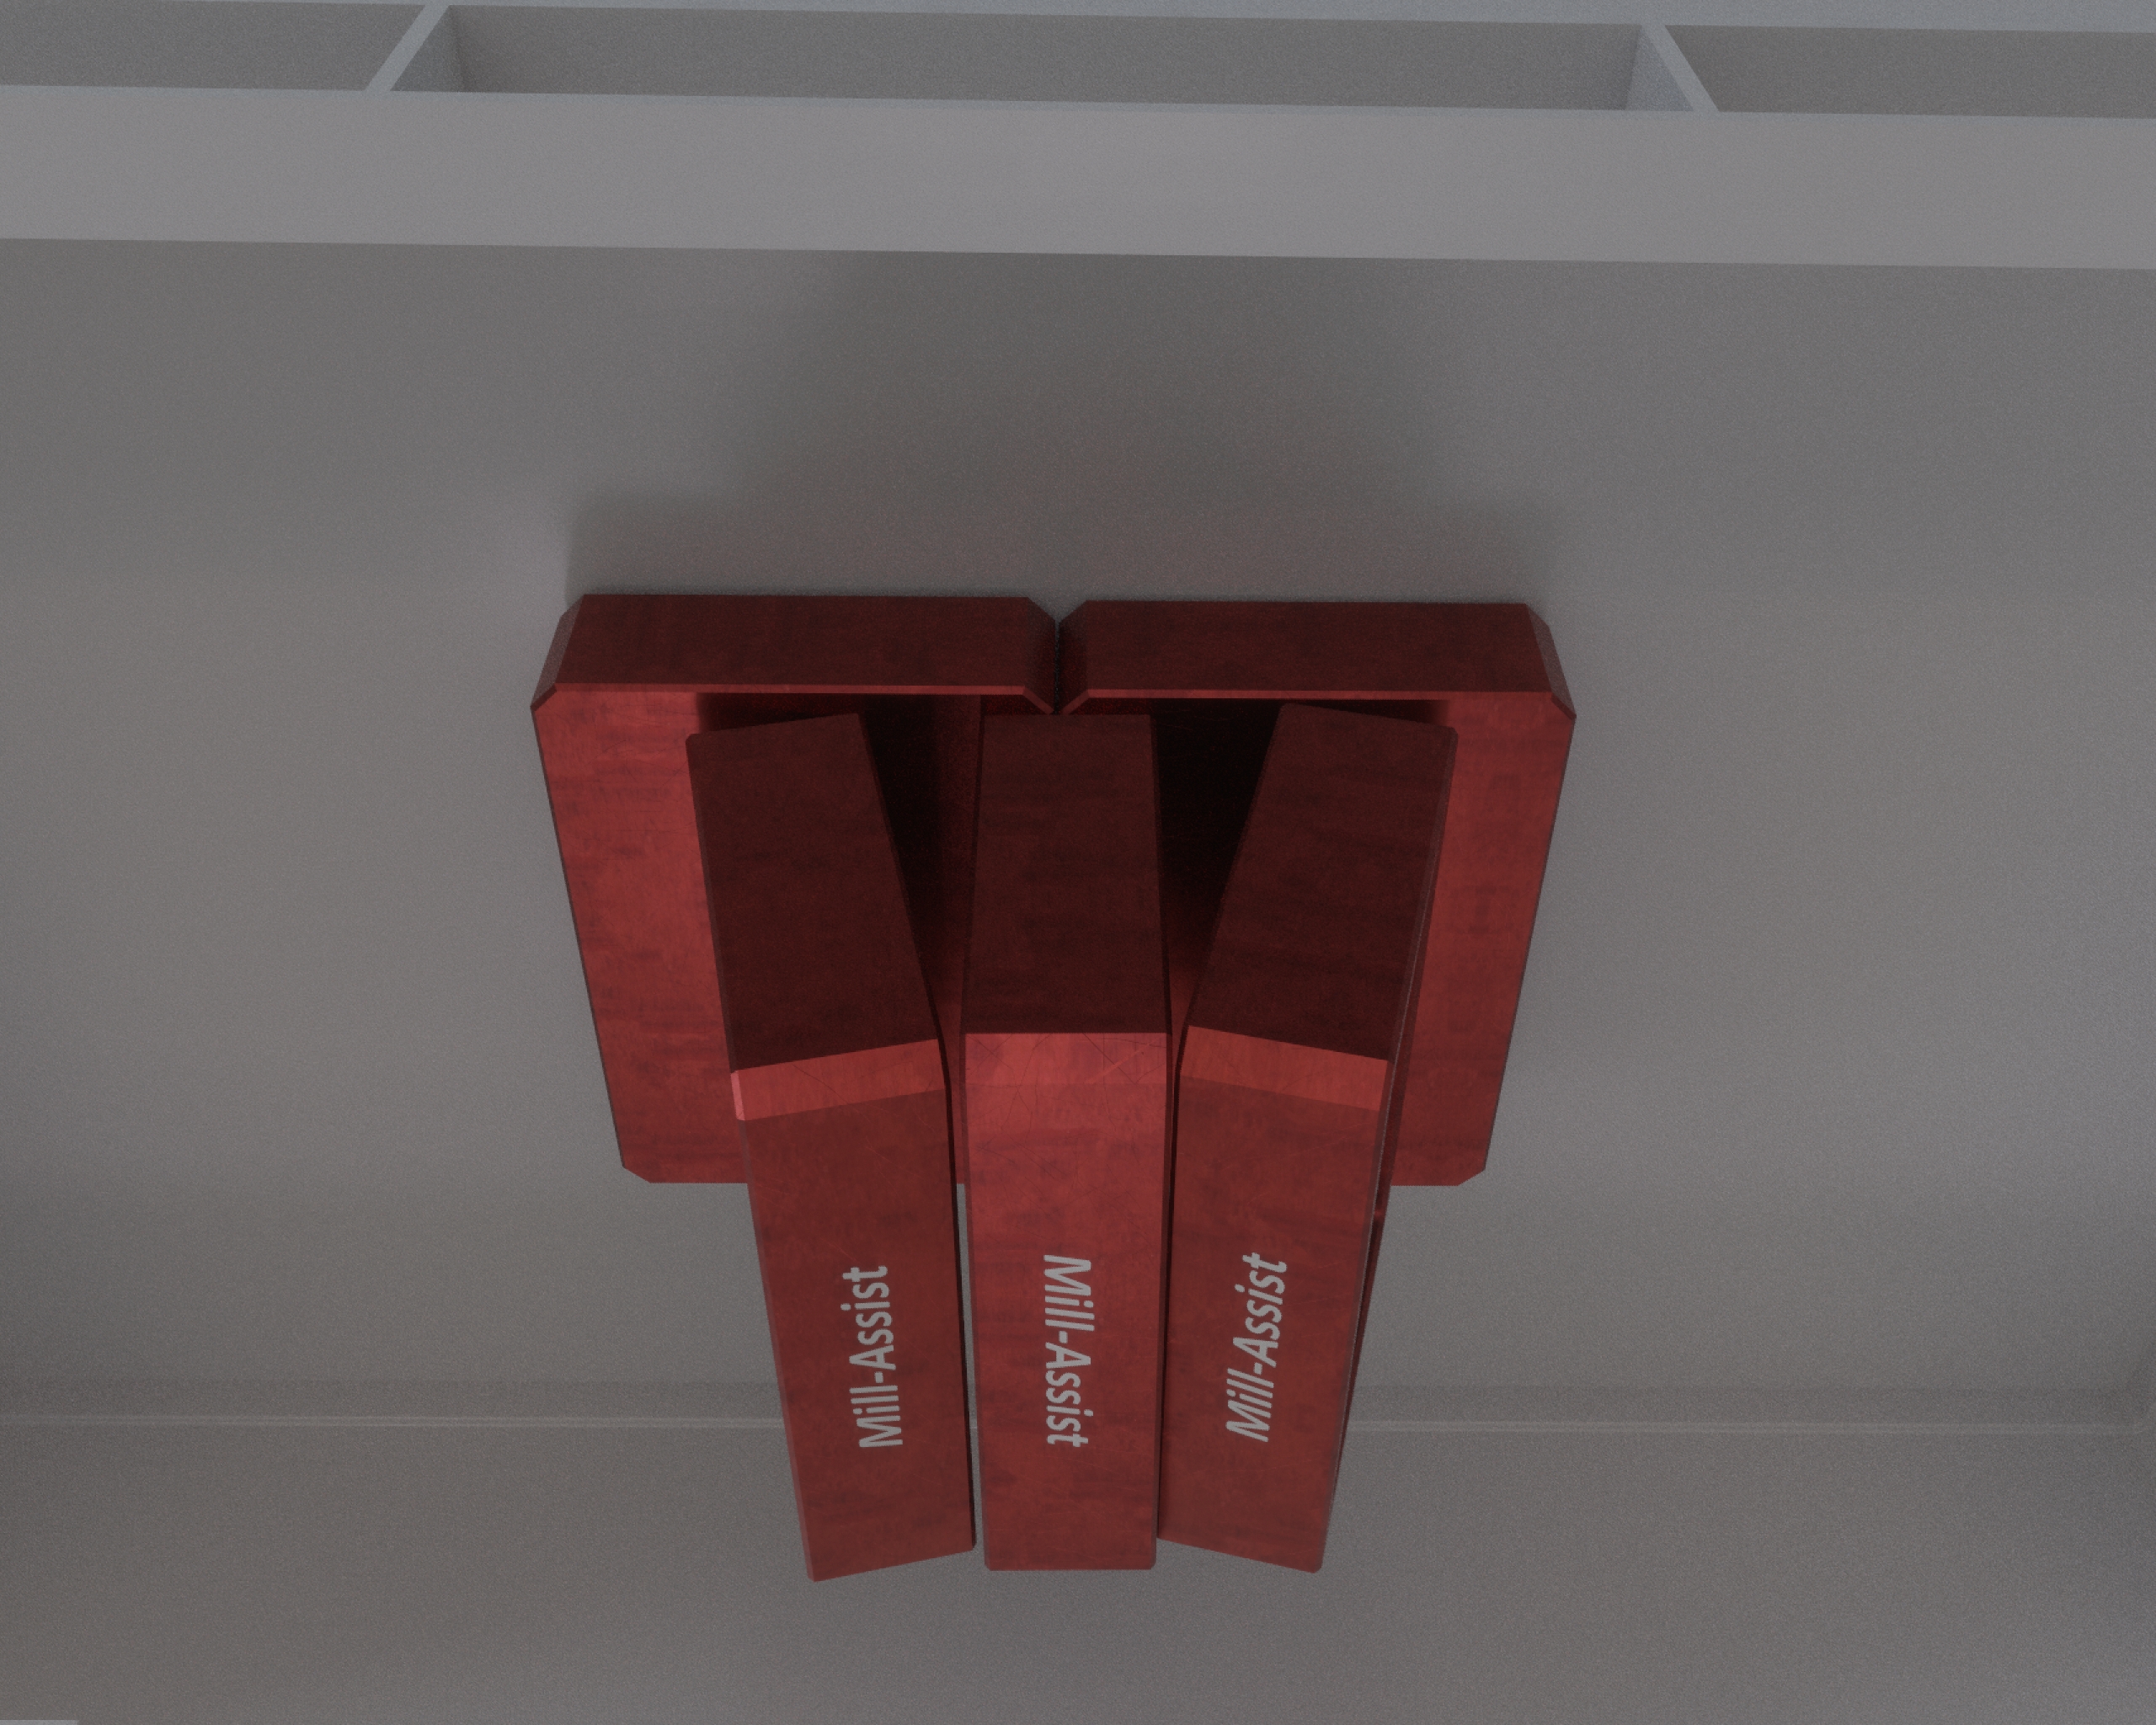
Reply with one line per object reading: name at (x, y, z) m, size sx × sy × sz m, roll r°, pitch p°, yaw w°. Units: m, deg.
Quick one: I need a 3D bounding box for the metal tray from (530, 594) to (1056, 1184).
metal tray at (-0.050, 0.010, 0.410) m, size 0.091 × 0.030 × 0.129 m, roll 0°, pitch 130°, yaw -1°

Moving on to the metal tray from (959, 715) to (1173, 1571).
metal tray at (-0.002, 0.050, 0.366) m, size 0.030 × 0.090 × 0.129 m, roll 0°, pitch 128°, yaw 0°

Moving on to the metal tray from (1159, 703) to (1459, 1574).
metal tray at (0.039, 0.049, 0.364) m, size 0.030 × 0.090 × 0.129 m, roll 9°, pitch 131°, yaw 11°

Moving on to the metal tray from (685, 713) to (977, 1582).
metal tray at (-0.042, 0.051, 0.364) m, size 0.030 × 0.090 × 0.129 m, roll -8°, pitch 131°, yaw -10°

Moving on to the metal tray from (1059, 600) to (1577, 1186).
metal tray at (0.041, 0.010, 0.413) m, size 0.091 × 0.030 × 0.129 m, roll 0°, pitch 130°, yaw -1°
